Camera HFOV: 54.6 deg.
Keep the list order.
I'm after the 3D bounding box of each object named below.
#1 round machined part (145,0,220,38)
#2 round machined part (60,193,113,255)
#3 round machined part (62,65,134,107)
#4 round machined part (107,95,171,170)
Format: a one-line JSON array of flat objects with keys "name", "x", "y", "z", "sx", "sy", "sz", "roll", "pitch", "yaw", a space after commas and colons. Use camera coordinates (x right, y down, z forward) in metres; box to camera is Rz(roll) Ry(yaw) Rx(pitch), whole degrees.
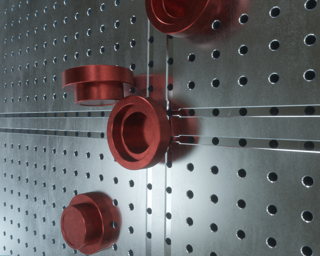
[{"name": "round machined part", "x": 0.032, "y": -0.158, "z": 0.373, "sx": 0.098, "sy": 0.042, "sz": 0.097, "roll": 0, "pitch": 90, "yaw": 40}, {"name": "round machined part", "x": -0.124, "y": 0.156, "z": 0.503, "sx": 0.098, "sy": 0.042, "sz": 0.097, "roll": 0, "pitch": 90, "yaw": 40}, {"name": "round machined part", "x": -0.085, "y": -0.055, "z": 0.434, "sx": 0.098, "sy": 0.099, "sz": 0.042, "roll": -6, "pitch": 86, "yaw": 40}, {"name": "round machined part", "x": -0.024, "y": 0.006, "z": 0.419, "sx": 0.098, "sy": 0.042, "sz": 0.097, "roll": 0, "pitch": 90, "yaw": 40}]
